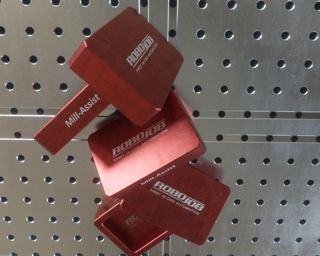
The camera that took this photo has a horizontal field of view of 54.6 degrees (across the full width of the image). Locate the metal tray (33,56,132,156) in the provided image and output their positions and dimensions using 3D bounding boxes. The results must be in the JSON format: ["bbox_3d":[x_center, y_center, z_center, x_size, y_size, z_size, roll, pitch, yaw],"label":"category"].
[{"bbox_3d":[-0.081,-0.034,0.365,0.130,0.090,0.030,-40,105,13],"label":"metal tray"}]

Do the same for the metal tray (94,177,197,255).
[{"bbox_3d":[-0.019,0.125,0.456,0.130,0.030,0.090,-38,106,12],"label":"metal tray"}]

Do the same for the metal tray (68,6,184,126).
[{"bbox_3d":[-0.027,-0.071,0.330,0.090,0.130,0.030,42,125,-14],"label":"metal tray"}]

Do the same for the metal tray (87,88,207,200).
[{"bbox_3d":[-0.020,0.020,0.388,0.130,0.030,0.090,-31,63,10],"label":"metal tray"}]

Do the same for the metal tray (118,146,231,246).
[{"bbox_3d":[0.021,0.092,0.425,0.130,0.030,0.090,29,86,-13],"label":"metal tray"}]
